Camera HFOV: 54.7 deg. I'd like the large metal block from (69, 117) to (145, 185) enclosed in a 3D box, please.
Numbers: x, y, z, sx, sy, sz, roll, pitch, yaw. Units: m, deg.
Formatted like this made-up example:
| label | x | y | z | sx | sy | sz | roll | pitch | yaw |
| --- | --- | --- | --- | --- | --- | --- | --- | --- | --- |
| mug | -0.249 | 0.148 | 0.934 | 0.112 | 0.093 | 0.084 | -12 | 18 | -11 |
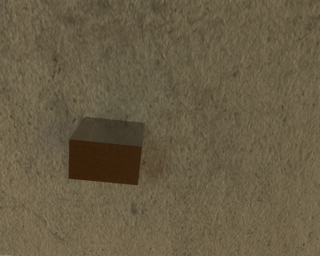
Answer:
| label | x | y | z | sx | sy | sz | roll | pitch | yaw |
| --- | --- | --- | --- | --- | --- | --- | --- | --- | --- |
| large metal block | -0.063 | 0.026 | 0.389 | 0.081 | 0.080 | 0.050 | 6 | 110 | -3 |
